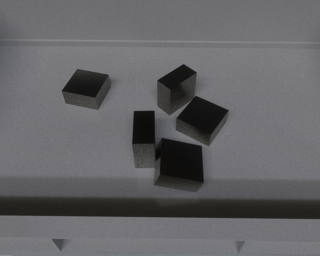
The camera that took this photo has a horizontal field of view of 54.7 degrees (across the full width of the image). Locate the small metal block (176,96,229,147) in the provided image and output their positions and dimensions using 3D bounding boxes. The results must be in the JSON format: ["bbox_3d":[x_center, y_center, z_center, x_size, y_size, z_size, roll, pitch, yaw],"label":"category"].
[{"bbox_3d":[0.056,-0.010,0.414,0.050,0.025,0.050,27,55,21],"label":"small metal block"}]

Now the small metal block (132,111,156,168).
[{"bbox_3d":[-0.018,0.014,0.377,0.025,0.050,0.050,-1,50,0],"label":"small metal block"}]

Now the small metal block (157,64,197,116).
[{"bbox_3d":[0.023,-0.053,0.434,0.050,0.050,0.025,-36,59,-26],"label":"small metal block"}]

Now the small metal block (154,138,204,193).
[{"bbox_3d":[0.022,0.043,0.361,0.050,0.025,0.050,12,49,-11],"label":"small metal block"}]

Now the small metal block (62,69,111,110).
[{"bbox_3d":[-0.106,-0.057,0.452,0.050,0.025,0.050,12,51,10],"label":"small metal block"}]
